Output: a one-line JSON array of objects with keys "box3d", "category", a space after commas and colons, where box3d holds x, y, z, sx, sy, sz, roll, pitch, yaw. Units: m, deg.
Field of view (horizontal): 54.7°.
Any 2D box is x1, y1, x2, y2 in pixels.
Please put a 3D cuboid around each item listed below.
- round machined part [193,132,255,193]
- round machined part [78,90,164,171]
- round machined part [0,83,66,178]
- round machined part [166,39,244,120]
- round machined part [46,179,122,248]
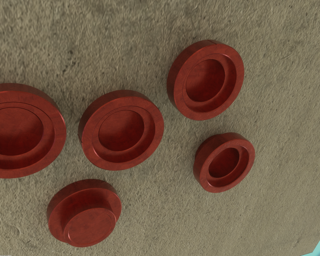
[{"box3d": [0.093, 0.048, 0.476, 0.099, 0.042, 0.097, -14, 124, -21], "category": "round machined part"}, {"box3d": [-0.048, -0.001, 0.369, 0.099, 0.042, 0.097, -14, 124, -21], "category": "round machined part"}, {"box3d": [-0.149, 0.000, 0.314, 0.099, 0.042, 0.097, -14, 124, -21], "category": "round machined part"}, {"box3d": [0.052, -0.062, 0.386, 0.099, 0.042, 0.097, -14, 124, -21], "category": "round machined part"}, {"box3d": [-0.098, 0.120, 0.417, 0.099, 0.042, 0.097, -14, 124, -21], "category": "round machined part"}]
